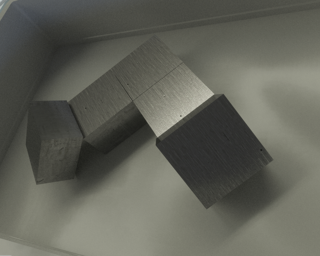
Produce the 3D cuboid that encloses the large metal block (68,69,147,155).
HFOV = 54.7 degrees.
[{"bbox_3d":[-0.074,-0.024,0.441,0.080,0.050,0.080,-38,51,3],"label":"large metal block"}]

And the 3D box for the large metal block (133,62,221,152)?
[{"bbox_3d":[0.026,-0.021,0.387,0.080,0.050,0.080,-38,51,3],"label":"large metal block"}]

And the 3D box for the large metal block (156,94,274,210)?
[{"bbox_3d":[0.052,0.021,0.320,0.080,0.050,0.080,-38,95,3],"label":"large metal block"}]

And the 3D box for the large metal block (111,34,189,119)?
[{"bbox_3d":[-0.010,-0.073,0.437,0.080,0.050,0.080,-38,51,3],"label":"large metal block"}]

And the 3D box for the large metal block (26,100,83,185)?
[{"bbox_3d":[-0.149,0.018,0.427,0.080,0.050,0.079,55,136,39],"label":"large metal block"}]
